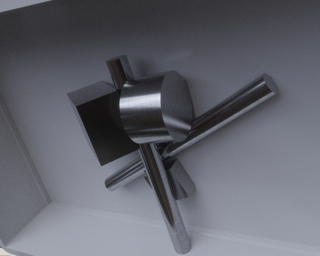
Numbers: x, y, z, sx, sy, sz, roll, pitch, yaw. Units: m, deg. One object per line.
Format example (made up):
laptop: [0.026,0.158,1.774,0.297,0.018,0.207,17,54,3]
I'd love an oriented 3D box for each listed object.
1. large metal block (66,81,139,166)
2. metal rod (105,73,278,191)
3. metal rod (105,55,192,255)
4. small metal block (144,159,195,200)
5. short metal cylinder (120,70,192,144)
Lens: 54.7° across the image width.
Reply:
large metal block: [-0.075,-0.009,0.398,0.080,0.050,0.080,34,145,61]
metal rod: [0.017,0.022,0.409,0.025,0.025,0.299,49,128,-7]
metal rod: [-0.007,0.052,0.408,0.025,0.025,0.298,-5,115,30]
small metal block: [0.014,0.077,0.446,0.050,0.025,0.050,-23,106,36]
short metal cylinder: [-0.002,-0.022,0.356,0.050,0.080,0.080,-5,116,29]
